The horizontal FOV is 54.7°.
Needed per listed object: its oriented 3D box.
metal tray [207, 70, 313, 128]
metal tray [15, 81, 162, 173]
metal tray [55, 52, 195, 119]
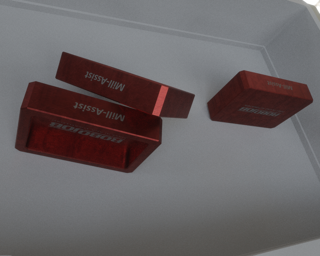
[{"bbox_3d":[0.151,-0.039,0.471,0.131,0.090,0.030,6,59,-25],"label":"metal tray"},{"bbox_3d":[-0.074,0.006,0.320,0.131,0.090,0.030,15,56,-20],"label":"metal tray"},{"bbox_3d":[-0.036,-0.046,0.346,0.130,0.030,0.090,22,9,22],"label":"metal tray"}]
